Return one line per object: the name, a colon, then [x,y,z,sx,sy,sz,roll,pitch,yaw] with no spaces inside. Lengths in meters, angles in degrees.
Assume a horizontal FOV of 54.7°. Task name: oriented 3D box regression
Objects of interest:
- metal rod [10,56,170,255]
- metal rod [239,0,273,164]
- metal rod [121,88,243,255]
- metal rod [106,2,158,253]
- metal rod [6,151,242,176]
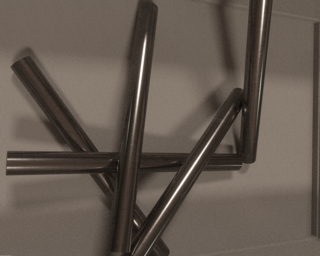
metal rod: [-0.078,0.047,0.382,0.025,0.025,0.299,-37,102,-16]
metal rod: [0.119,-0.081,0.386,0.025,0.025,0.298,-18,123,-19]
metal rod: [0.032,0.060,0.379,0.025,0.025,0.301,44,64,-15]
metal rod: [-0.029,-0.015,0.363,0.025,0.025,0.299,12,72,-20]
metal rod: [-0.021,0.043,0.383,0.303,0.025,0.025,3,89,-28]
